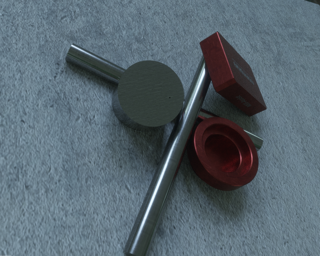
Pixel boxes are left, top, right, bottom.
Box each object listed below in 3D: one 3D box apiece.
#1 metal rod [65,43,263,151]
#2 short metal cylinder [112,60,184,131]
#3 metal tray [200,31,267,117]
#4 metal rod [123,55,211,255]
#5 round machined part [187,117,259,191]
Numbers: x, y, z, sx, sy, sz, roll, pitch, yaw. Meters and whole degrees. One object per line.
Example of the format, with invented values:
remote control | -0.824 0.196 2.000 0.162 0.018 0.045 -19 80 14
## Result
metal rod | 0.015 -0.037 0.437 0.301 0.025 0.025 25 53 -13
short metal cylinder | -0.016 -0.038 0.386 0.081 0.050 0.080 2 82 -16
metal tray | 0.115 -0.078 0.475 0.131 0.030 0.090 22 48 -50
metal rod | 0.025 0.012 0.389 0.025 0.025 0.300 29 58 -10
round machined part | 0.078 0.037 0.413 0.099 0.042 0.098 14 56 -21
